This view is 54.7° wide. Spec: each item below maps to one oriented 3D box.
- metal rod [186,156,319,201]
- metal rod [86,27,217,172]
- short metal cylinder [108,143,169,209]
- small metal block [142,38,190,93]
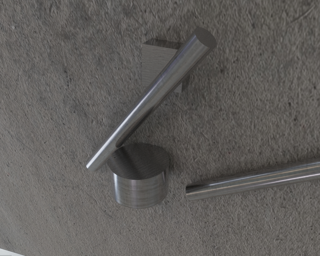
[{"bbox_3d":[0.159,0.050,0.353,0.300,0.025,0.025,-20,108,35],"label":"metal rod"},{"bbox_3d":[-0.033,-0.012,0.393,0.025,0.025,0.298,44,136,-3],"label":"metal rod"},{"bbox_3d":[-0.028,0.064,0.426,0.080,0.080,0.050,13,124,21],"label":"short metal cylinder"},{"bbox_3d":[0.007,-0.073,0.358,0.050,0.025,0.050,15,125,20],"label":"small metal block"}]
